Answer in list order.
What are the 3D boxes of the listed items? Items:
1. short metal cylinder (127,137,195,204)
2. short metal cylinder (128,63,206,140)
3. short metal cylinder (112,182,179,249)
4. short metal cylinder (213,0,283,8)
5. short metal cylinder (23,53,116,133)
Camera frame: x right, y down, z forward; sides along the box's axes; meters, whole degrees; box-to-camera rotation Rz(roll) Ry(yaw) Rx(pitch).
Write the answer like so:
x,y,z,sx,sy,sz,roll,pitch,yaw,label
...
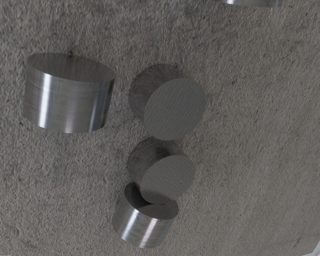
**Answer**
x,y,z,sx,sy,sz,roll,pitch,yaw,label
0.001,0.057,0.426,0.081,0.050,0.079,-14,124,-21,short metal cylinder
0.008,-0.032,0.375,0.081,0.050,0.079,-14,124,-21,short metal cylinder
-0.021,0.119,0.434,0.081,0.080,0.050,11,113,-33,short metal cylinder
0.092,-0.159,0.323,0.081,0.080,0.050,-9,122,-24,short metal cylinder
-0.087,-0.036,0.301,0.081,0.080,0.050,1,118,-29,short metal cylinder
